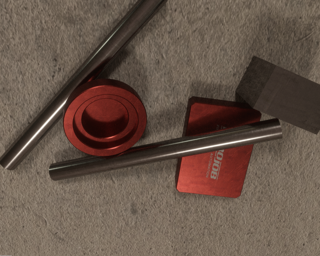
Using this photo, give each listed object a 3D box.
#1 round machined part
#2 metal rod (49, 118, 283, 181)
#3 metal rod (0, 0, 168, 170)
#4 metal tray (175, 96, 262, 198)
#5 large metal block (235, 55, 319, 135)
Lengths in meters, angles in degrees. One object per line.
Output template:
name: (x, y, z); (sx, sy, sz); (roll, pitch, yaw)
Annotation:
round machined part: (-0.068, -0.016, 0.384); (0.099, 0.042, 0.097); (-8, 123, -12)
metal rod: (-0.004, 0.031, 0.394); (0.301, 0.025, 0.025); (-12, 110, 14)
metal rod: (-0.104, -0.053, 0.388); (0.025, 0.025, 0.299); (42, 104, -14)
metal tray: (0.075, 0.028, 0.419); (0.091, 0.030, 0.129); (7, 110, -3)
large metal block: (0.146, -0.042, 0.367); (0.080, 0.080, 0.050); (21, 109, -8)
